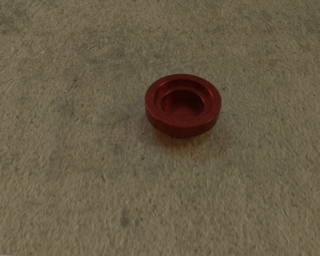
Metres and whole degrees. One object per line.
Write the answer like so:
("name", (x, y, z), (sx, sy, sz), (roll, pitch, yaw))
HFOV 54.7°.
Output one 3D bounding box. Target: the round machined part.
("round machined part", (0.030, -0.025, 0.414), (0.099, 0.042, 0.098), (0, 50, 0))
